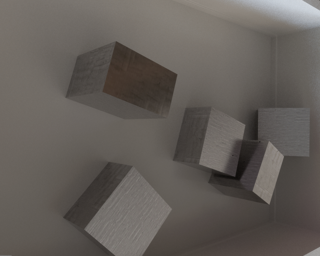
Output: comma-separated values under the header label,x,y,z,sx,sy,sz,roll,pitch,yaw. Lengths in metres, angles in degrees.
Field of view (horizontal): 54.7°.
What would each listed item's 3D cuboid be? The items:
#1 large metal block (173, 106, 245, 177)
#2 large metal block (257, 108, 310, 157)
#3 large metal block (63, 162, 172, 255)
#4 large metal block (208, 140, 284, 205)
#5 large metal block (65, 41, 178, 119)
label,x,y,z,sx,sy,sz,roll,pitch,yaw
large metal block,0.073,0.021,0.452,0.080,0.050,0.080,23,76,-38
large metal block,0.211,0.006,0.538,0.050,0.080,0.080,3,88,-75
large metal block,-0.045,0.097,0.353,0.080,0.050,0.080,-52,121,-27
large metal block,0.134,0.065,0.483,0.050,0.080,0.080,38,67,-34
large metal block,-0.042,-0.045,0.335,0.080,0.080,0.050,21,77,-38
